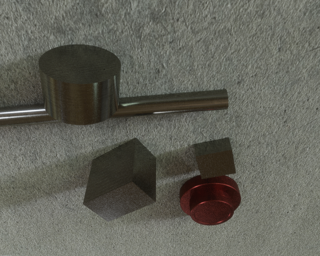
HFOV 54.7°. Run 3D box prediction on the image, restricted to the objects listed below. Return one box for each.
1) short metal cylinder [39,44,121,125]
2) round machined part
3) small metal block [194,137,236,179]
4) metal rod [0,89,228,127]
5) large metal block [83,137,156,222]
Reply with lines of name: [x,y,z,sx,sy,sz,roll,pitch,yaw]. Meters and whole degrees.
short metal cylinder: [-0.083,-0.048,0.329,0.081,0.080,0.050,6,130,-5]
round machined part: [0.082,0.121,0.501,0.099,0.042,0.097,-1,130,0]
small metal block: [0.079,0.044,0.446,0.050,0.025,0.050,-12,130,9]
metal rod: [-0.069,-0.024,0.385,0.302,0.025,0.025,-4,130,3]
large metal block: [-0.053,0.072,0.431,0.080,0.080,0.050,-27,125,21]
